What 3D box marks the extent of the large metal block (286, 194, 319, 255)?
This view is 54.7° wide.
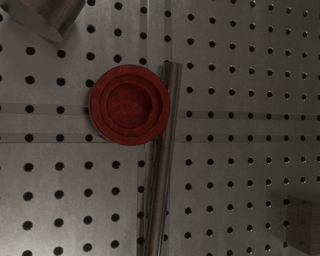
[{"bbox_3d":[0.253,0.151,0.496,0.081,0.050,0.079,3,89,-20],"label":"large metal block"}]

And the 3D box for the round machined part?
[{"bbox_3d":[-0.040,-0.027,0.389,0.099,0.042,0.097,0,90,-19],"label":"round machined part"}]

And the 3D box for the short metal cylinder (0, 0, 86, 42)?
[{"bbox_3d":[-0.130,-0.139,0.336,0.080,0.080,0.050,31,80,-18],"label":"short metal cylinder"}]

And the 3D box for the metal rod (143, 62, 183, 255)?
[{"bbox_3d":[0.002,0.062,0.414,0.025,0.025,0.298,7,88,-20],"label":"metal rod"}]
